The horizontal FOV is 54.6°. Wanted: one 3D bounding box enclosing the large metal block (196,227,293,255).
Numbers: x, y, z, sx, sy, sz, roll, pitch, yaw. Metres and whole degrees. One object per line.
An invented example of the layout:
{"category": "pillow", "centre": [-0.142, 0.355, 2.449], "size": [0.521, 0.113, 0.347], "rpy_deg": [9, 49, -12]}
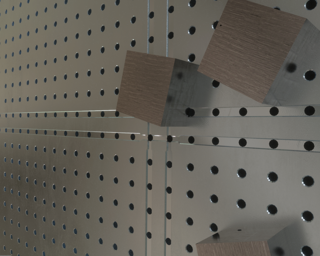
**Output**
{"category": "large metal block", "centre": [0.092, 0.151, 0.318], "size": [0.080, 0.050, 0.080], "rpy_deg": [-20, 77, 38]}

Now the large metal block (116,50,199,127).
{"category": "large metal block", "centre": [-0.004, -0.051, 0.398], "size": [0.080, 0.050, 0.080], "rpy_deg": [20, 103, 38]}

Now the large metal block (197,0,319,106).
{"category": "large metal block", "centre": [0.097, -0.076, 0.313], "size": [0.080, 0.050, 0.080], "rpy_deg": [36, 112, 34]}
